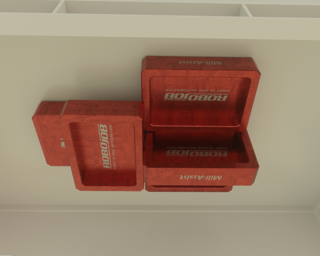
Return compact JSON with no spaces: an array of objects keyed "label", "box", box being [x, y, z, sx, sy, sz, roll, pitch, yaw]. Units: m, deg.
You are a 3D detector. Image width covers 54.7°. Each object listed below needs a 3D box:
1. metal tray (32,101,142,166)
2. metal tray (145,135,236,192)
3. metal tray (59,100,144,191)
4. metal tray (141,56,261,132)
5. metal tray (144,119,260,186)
[{"label":"metal tray","box":[-0.089,0.010,0.409,0.131,0.030,0.089,0,130,-1]},{"label":"metal tray","box":[0.044,0.054,0.450,0.131,0.030,0.089,0,130,-1]},{"label":"metal tray","box":[-0.065,0.027,0.385,0.091,0.030,0.129,1,130,-1]},{"label":"metal tray","box":[0.044,-0.038,0.372,0.131,0.030,0.089,0,130,-1]},{"label":"metal tray","box":[0.047,0.028,0.387,0.131,0.090,0.030,1,130,-1]}]
